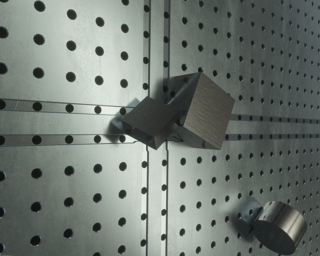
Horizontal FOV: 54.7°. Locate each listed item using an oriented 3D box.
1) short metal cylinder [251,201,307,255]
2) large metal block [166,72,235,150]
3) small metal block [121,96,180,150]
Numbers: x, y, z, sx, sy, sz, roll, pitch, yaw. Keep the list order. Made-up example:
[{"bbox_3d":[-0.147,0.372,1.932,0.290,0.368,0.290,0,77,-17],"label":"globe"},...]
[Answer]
[{"bbox_3d":[0.213,0.179,0.556,0.050,0.080,0.080,-40,115,-33],"label":"short metal cylinder"},{"bbox_3d":[0.054,-0.022,0.440,0.080,0.050,0.080,31,71,-36],"label":"large metal block"},{"bbox_3d":[-0.011,-0.007,0.382,0.050,0.050,0.025,-47,149,-30],"label":"small metal block"}]
